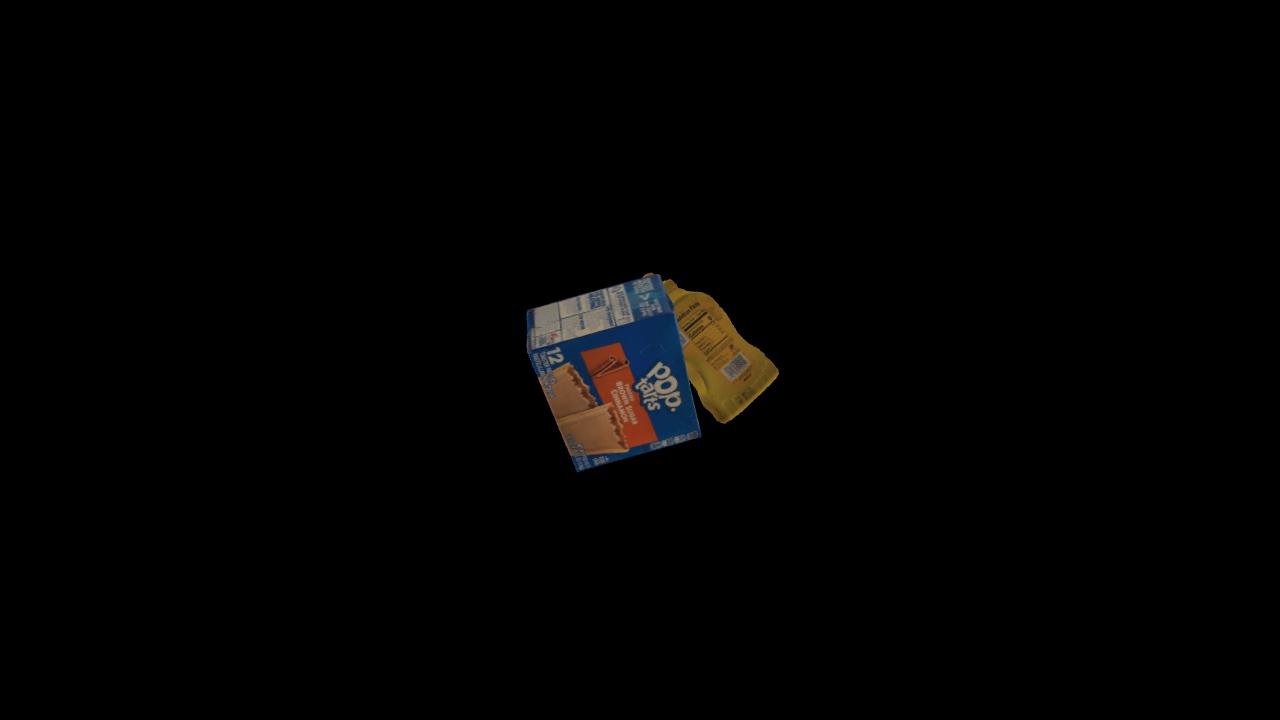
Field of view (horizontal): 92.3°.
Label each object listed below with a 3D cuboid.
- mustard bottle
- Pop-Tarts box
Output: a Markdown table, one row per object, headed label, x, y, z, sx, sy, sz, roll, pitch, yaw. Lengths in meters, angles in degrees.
| label | x | y | z | sx | sy | sz | roll | pitch | yaw |
| --- | --- | --- | --- | --- | --- | --- | --- | --- | --- |
| mustard bottle | 0.065 | -0.026 | 0.687 | 0.092 | 0.184 | 0.054 | -41 | -3 | -15 |
| Pop-Tarts box | -0.024 | 0.017 | 0.632 | 0.141 | 0.167 | 0.083 | -16 | 38 | -1 |
